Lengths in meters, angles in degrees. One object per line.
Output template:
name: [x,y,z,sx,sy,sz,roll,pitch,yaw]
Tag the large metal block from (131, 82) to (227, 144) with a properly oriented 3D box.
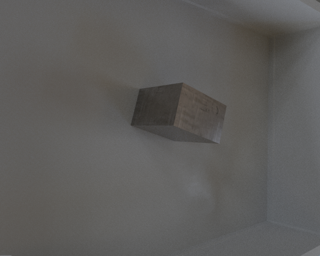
large metal block: [0.024,-0.016,0.393,0.080,0.080,0.050,21,77,-39]
